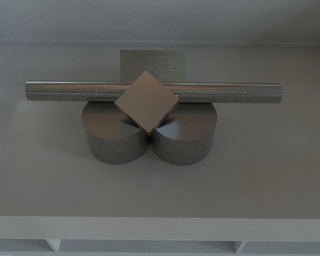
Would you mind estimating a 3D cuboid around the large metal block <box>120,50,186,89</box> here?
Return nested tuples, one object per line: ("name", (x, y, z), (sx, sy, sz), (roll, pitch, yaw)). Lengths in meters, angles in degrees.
("large metal block", (-0.009, -0.076, 0.424), (0.081, 0.050, 0.080), (1, 7, 0))

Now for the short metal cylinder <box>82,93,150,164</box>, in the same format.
("short metal cylinder", (-0.053, -0.002, 0.388), (0.081, 0.050, 0.080), (0, 50, 0))

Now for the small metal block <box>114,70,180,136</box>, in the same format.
("small metal block", (-0.014, -0.027, 0.347), (0.050, 0.025, 0.050), (41, 81, 7))

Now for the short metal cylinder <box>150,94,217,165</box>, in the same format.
("short metal cylinder", (0.028, 0.000, 0.388), (0.081, 0.050, 0.080), (0, 50, 0))

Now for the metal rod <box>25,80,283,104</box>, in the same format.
("metal rod", (-0.007, -0.044, 0.375), (0.302, 0.025, 0.025), (1, 50, 0))
